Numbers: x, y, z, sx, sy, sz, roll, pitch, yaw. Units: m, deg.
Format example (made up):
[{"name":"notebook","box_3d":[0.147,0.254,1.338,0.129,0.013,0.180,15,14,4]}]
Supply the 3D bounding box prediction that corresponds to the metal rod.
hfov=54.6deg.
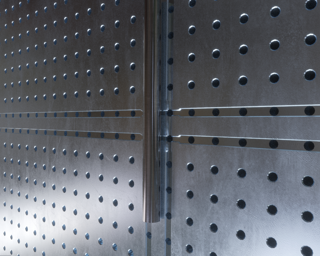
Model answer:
[{"name":"metal rod","box_3d":[-0.011,-0.024,0.420,0.025,0.025,0.298,1,91,40]}]
